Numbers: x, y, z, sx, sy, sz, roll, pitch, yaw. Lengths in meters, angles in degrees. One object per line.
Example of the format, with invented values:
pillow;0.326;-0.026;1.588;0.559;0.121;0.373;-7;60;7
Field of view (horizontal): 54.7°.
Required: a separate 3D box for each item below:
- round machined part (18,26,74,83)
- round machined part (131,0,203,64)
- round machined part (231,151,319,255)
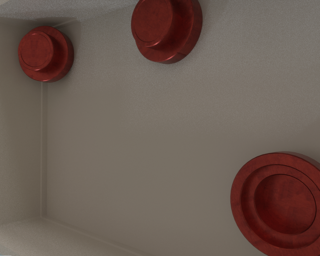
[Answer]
round machined part;-0.205;-0.131;0.540;0.098;0.042;0.097;0;90;13
round machined part;0.001;-0.133;0.395;0.098;0.042;0.097;0;90;40
round machined part;0.122;0.071;0.295;0.098;0.042;0.097;0;90;40
